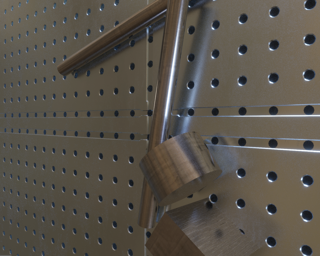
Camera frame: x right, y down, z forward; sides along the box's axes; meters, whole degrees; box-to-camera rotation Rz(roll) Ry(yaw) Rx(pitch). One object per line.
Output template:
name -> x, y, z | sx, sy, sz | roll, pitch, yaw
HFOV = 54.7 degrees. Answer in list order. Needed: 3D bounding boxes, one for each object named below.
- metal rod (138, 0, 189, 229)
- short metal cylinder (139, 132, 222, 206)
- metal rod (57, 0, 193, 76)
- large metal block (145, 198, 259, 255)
metal rod -> 0.002, -0.013, 0.394 | 0.025, 0.025, 0.298 | 18, 105, 38
short metal cylinder -> 0.023, 0.047, 0.354 | 0.080, 0.081, 0.050 | -44, 64, 31
metal rod -> -0.059, -0.140, 0.458 | 0.299, 0.025, 0.025 | -17, 79, 38
large metal block -> 0.046, 0.129, 0.336 | 0.080, 0.081, 0.050 | 42, 115, 32
